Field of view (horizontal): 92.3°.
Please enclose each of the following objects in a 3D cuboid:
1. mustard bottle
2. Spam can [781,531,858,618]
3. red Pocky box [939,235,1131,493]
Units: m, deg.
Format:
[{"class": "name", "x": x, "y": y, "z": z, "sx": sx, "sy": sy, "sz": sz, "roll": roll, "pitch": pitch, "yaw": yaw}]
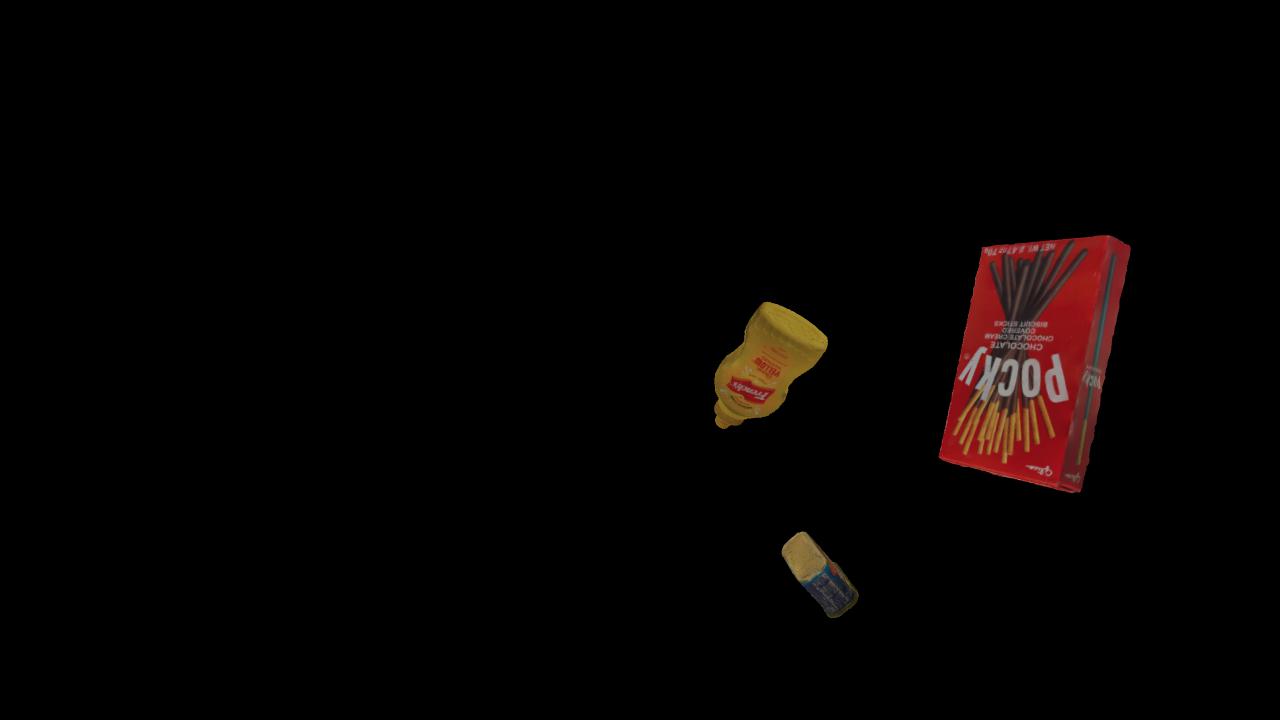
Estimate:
[{"class": "mustard bottle", "x": 0.140, "y": 0.022, "z": 0.748, "sx": 0.092, "sy": 0.184, "sz": 0.054, "roll": 27, "pitch": 38, "yaw": -3}, {"class": "Spam can", "x": 0.267, "y": 0.319, "z": 0.924, "sx": 0.058, "sy": 0.085, "sz": 0.101, "roll": -41, "pitch": 15, "yaw": 4}, {"class": "red Pocky box", "x": 0.250, "y": 0.000, "z": 0.396, "sx": 0.028, "sy": 0.155, "sz": 0.083, "roll": 14, "pitch": -2, "yaw": -27}]
